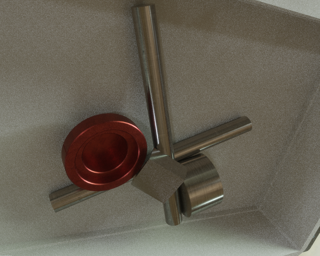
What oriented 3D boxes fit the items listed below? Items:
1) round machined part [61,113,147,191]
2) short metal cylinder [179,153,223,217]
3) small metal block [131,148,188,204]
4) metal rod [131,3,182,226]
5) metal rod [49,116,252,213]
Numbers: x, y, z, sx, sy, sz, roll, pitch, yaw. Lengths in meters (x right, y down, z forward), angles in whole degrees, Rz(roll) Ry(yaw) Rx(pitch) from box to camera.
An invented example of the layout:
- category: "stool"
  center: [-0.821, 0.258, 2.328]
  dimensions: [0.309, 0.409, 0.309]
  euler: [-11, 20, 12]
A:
- category: "round machined part"
  center: [-0.069, 0.025, 0.375]
  dimensions: [0.099, 0.042, 0.097]
  euler: [-14, 125, -21]
- category: "short metal cylinder"
  center: [0.048, 0.082, 0.450]
  dimensions: [0.050, 0.080, 0.079]
  euler: [-18, 126, -18]
- category: "small metal block"
  center: [-0.001, 0.061, 0.392]
  dimensions: [0.050, 0.025, 0.050]
  euler: [32, 121, -5]
- category: "metal rod"
  center: [0.002, 0.004, 0.389]
  dimensions: [0.025, 0.025, 0.298]
  euler: [-18, 119, -18]
- category: "metal rod"
  center: [-0.001, 0.044, 0.435]
  dimensions: [0.302, 0.025, 0.025]
  euler: [-21, 127, -17]
